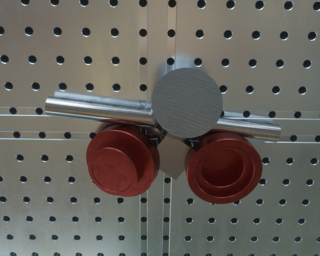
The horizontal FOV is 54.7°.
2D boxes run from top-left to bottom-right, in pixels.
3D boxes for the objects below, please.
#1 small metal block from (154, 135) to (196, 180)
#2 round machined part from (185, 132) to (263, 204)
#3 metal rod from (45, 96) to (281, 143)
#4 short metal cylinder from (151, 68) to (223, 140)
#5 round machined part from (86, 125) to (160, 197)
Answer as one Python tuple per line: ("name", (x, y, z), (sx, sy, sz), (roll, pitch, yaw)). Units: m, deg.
("small metal block", (0.016, 0.034, 0.422), (0.050, 0.025, 0.050), (35, 106, -12))
("round machined part", (0.083, 0.050, 0.417), (0.099, 0.042, 0.097), (-1, 113, -3))
("metal rod", (0.006, -0.011, 0.406), (0.302, 0.025, 0.025), (7, 110, -3))
("short metal cylinder", (0.029, -0.026, 0.371), (0.081, 0.050, 0.080), (0, 85, -4))
("round machined part", (-0.053, 0.048, 0.404), (0.098, 0.042, 0.097), (6, 112, 16))
